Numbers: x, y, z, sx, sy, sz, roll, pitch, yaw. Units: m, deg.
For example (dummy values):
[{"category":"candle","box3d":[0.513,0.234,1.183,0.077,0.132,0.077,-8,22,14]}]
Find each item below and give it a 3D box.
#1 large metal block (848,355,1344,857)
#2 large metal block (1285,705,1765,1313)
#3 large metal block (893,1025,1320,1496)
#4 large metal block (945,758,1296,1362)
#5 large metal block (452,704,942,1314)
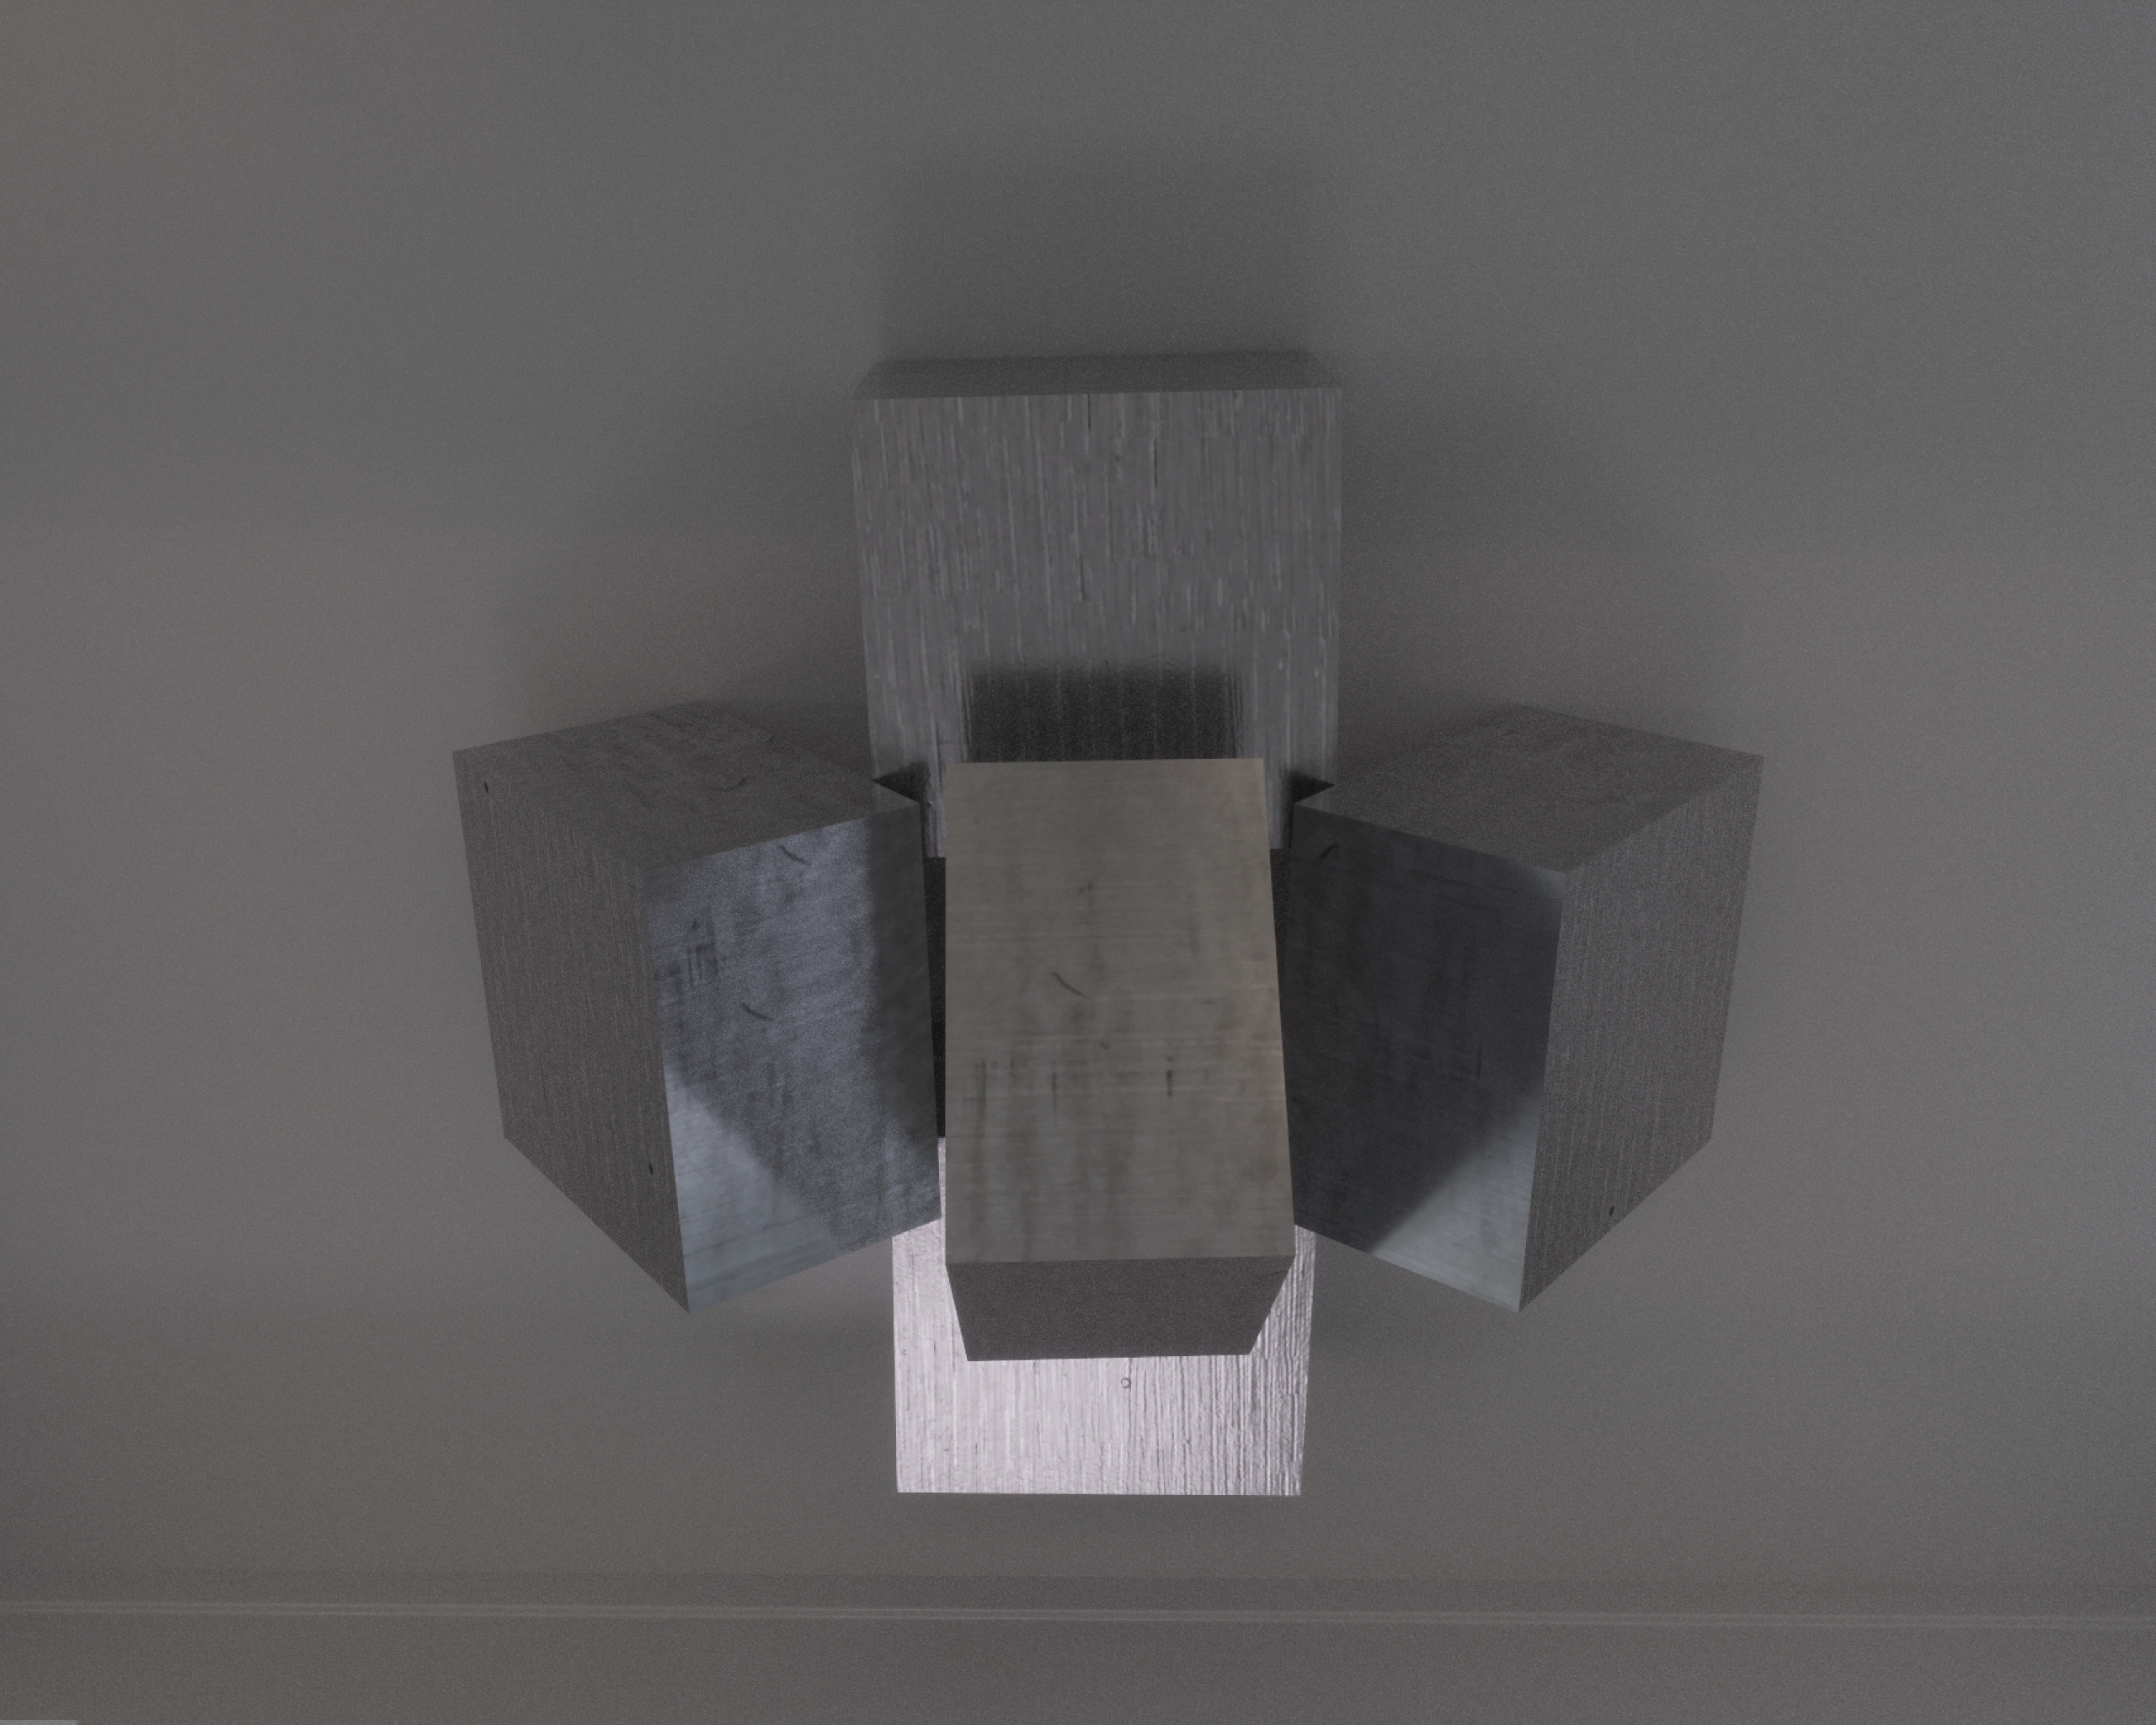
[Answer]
[{"category":"large metal block","box3d":[0.004,-0.048,0.376,0.080,0.050,0.079,-1,110,0]},{"category":"large metal block","box3d":[0.081,0.022,0.382,0.050,0.081,0.079,17,116,35]},{"category":"large metal block","box3d":[0.005,0.080,0.426,0.081,0.050,0.079,1,110,-1]},{"category":"large metal block","box3d":[0.005,0.036,0.351,0.050,0.080,0.080,-1,66,-1]},{"category":"large metal block","box3d":[-0.070,0.022,0.380,0.050,0.080,0.079,-16,115,-33]}]
